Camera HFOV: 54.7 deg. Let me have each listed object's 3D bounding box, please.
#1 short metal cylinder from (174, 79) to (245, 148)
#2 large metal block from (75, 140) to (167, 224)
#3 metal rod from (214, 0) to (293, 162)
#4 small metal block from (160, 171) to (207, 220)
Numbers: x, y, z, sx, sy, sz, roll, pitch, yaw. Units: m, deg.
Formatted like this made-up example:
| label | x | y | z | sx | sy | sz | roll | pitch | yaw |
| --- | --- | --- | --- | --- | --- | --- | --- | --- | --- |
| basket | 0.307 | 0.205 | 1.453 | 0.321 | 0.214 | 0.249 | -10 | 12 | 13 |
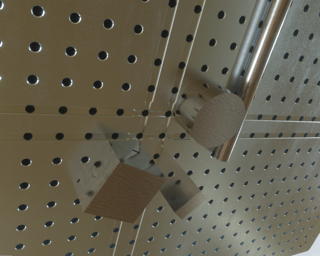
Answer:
| label | x | y | z | sx | sy | sz | roll | pitch | yaw |
| --- | --- | --- | --- | --- | --- | --- | --- | --- | --- |
| short metal cylinder | 0.067 | -0.020 | 0.421 | 0.081 | 0.050 | 0.079 | -14 | 124 | -21 |
| large metal block | -0.052 | 0.074 | 0.413 | 0.080 | 0.050 | 0.080 | 28 | 103 | -38 |
| metal rod | 0.134 | -0.084 | 0.435 | 0.025 | 0.025 | 0.298 | 1 | 118 | -29 |
| small metal block | 0.036 | 0.104 | 0.481 | 0.050 | 0.050 | 0.025 | -39 | 130 | -2 |
